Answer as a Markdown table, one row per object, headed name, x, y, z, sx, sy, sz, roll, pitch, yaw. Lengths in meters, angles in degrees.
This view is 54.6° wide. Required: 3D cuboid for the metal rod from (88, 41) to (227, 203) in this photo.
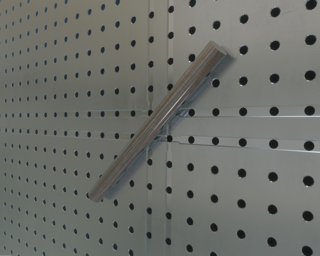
| name | x | y | z | sx | sy | sz | roll | pitch | yaw |
| --- | --- | --- | --- | --- | --- | --- | --- | --- | --- |
| metal rod | -0.018 | 0.008 | 0.425 | 0.299 | 0.025 | 0.025 | -50 | 61 | 28 |
